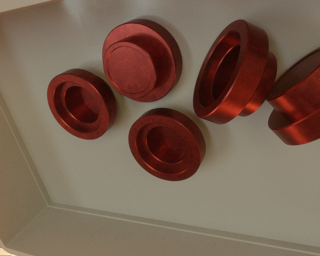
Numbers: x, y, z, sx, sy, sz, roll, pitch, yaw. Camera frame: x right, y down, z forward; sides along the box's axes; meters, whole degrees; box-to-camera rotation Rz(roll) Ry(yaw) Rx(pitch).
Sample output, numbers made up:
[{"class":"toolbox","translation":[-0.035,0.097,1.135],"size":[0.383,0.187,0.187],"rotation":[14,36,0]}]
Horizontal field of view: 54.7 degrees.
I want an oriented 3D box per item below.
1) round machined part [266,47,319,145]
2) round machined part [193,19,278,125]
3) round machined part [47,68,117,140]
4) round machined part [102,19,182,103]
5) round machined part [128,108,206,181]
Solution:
[{"class":"round machined part","translation":[0.133,-0.034,0.270],"size":[0.042,0.098,0.098],"rotation":[45,129,-4]},{"class":"round machined part","translation":[0.073,-0.049,0.298],"size":[0.042,0.098,0.097],"rotation":[19,130,-15]},{"class":"round machined part","translation":[-0.102,-0.036,0.427],"size":[0.098,0.042,0.097],"rotation":[13,124,20]},{"class":"round machined part","translation":[-0.027,-0.074,0.365],"size":[0.098,0.042,0.097],"rotation":[13,124,20]},{"class":"round machined part","translation":[0.012,0.017,0.401],"size":[0.098,0.042,0.097],"rotation":[13,124,20]}]
